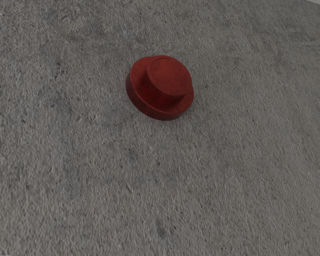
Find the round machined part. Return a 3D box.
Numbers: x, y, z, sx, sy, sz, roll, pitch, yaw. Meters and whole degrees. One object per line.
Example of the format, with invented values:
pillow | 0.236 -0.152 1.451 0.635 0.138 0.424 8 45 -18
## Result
round machined part | 0.005 -0.062 0.433 0.099 0.042 0.098 13 56 -21
